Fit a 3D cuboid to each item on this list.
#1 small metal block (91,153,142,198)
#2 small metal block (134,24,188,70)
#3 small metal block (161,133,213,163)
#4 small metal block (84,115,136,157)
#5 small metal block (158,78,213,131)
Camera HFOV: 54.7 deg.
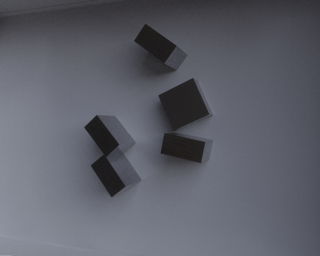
[{"bbox_3d":[-0.058,0.061,0.418,0.025,0.050,0.050,-40,78,16],"label":"small metal block"},{"bbox_3d":[0.002,-0.102,0.396,0.050,0.050,0.025,39,103,15],"label":"small metal block"},{"bbox_3d":[0.035,0.023,0.385,0.050,0.050,0.025,12,94,19],"label":"small metal block"},{"bbox_3d":[-0.067,0.010,0.421,0.025,0.050,0.050,-42,77,15],"label":"small metal block"},{"bbox_3d":[0.033,-0.029,0.399,0.050,0.025,0.050,-25,82,18],"label":"small metal block"}]
